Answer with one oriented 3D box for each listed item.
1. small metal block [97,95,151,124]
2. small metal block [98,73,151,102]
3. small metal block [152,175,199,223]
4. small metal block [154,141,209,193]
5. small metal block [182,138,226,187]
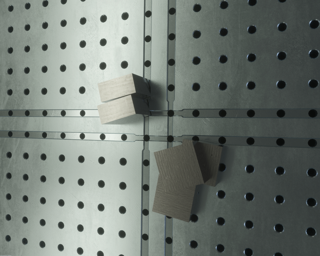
[{"bbox_3d":[-0.047,-0.023,0.417,0.050,0.050,0.025,-16,85,19],"label":"small metal block"},{"bbox_3d":[-0.047,-0.051,0.416,0.050,0.050,0.025,-13,86,19],"label":"small metal block"},{"bbox_3d":[0.022,0.089,0.405,0.050,0.025,0.050,12,94,19],"label":"small metal block"},{"bbox_3d":[0.026,0.046,0.377,0.050,0.025,0.050,-17,84,19],"label":"small metal block"},{"bbox_3d":[0.052,0.042,0.394,0.050,0.025,0.050,11,94,19],"label":"small metal block"}]
